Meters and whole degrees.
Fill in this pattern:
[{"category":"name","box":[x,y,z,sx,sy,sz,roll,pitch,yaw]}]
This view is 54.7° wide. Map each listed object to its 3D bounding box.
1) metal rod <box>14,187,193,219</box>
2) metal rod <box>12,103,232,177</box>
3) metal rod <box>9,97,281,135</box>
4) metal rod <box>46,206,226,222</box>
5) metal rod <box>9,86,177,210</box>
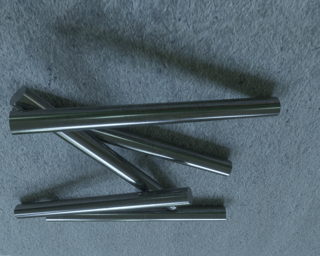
[{"category":"metal rod","box":[-0.098,0.117,0.476,0.301,0.025,0.025,-10,130,20]},{"category":"metal rod","box":[-0.040,0.017,0.421,0.302,0.025,0.025,17,128,-14]},{"category":"metal rod","box":[-0.003,-0.016,0.349,0.302,0.025,0.025,-4,131,-14]},{"category":"metal rod","box":[-0.040,0.147,0.531,0.302,0.025,0.025,0,130,0]},{"category":"metal rod","box":[-0.063,0.045,0.418,0.025,0.025,0.300,-28,133,22]}]
